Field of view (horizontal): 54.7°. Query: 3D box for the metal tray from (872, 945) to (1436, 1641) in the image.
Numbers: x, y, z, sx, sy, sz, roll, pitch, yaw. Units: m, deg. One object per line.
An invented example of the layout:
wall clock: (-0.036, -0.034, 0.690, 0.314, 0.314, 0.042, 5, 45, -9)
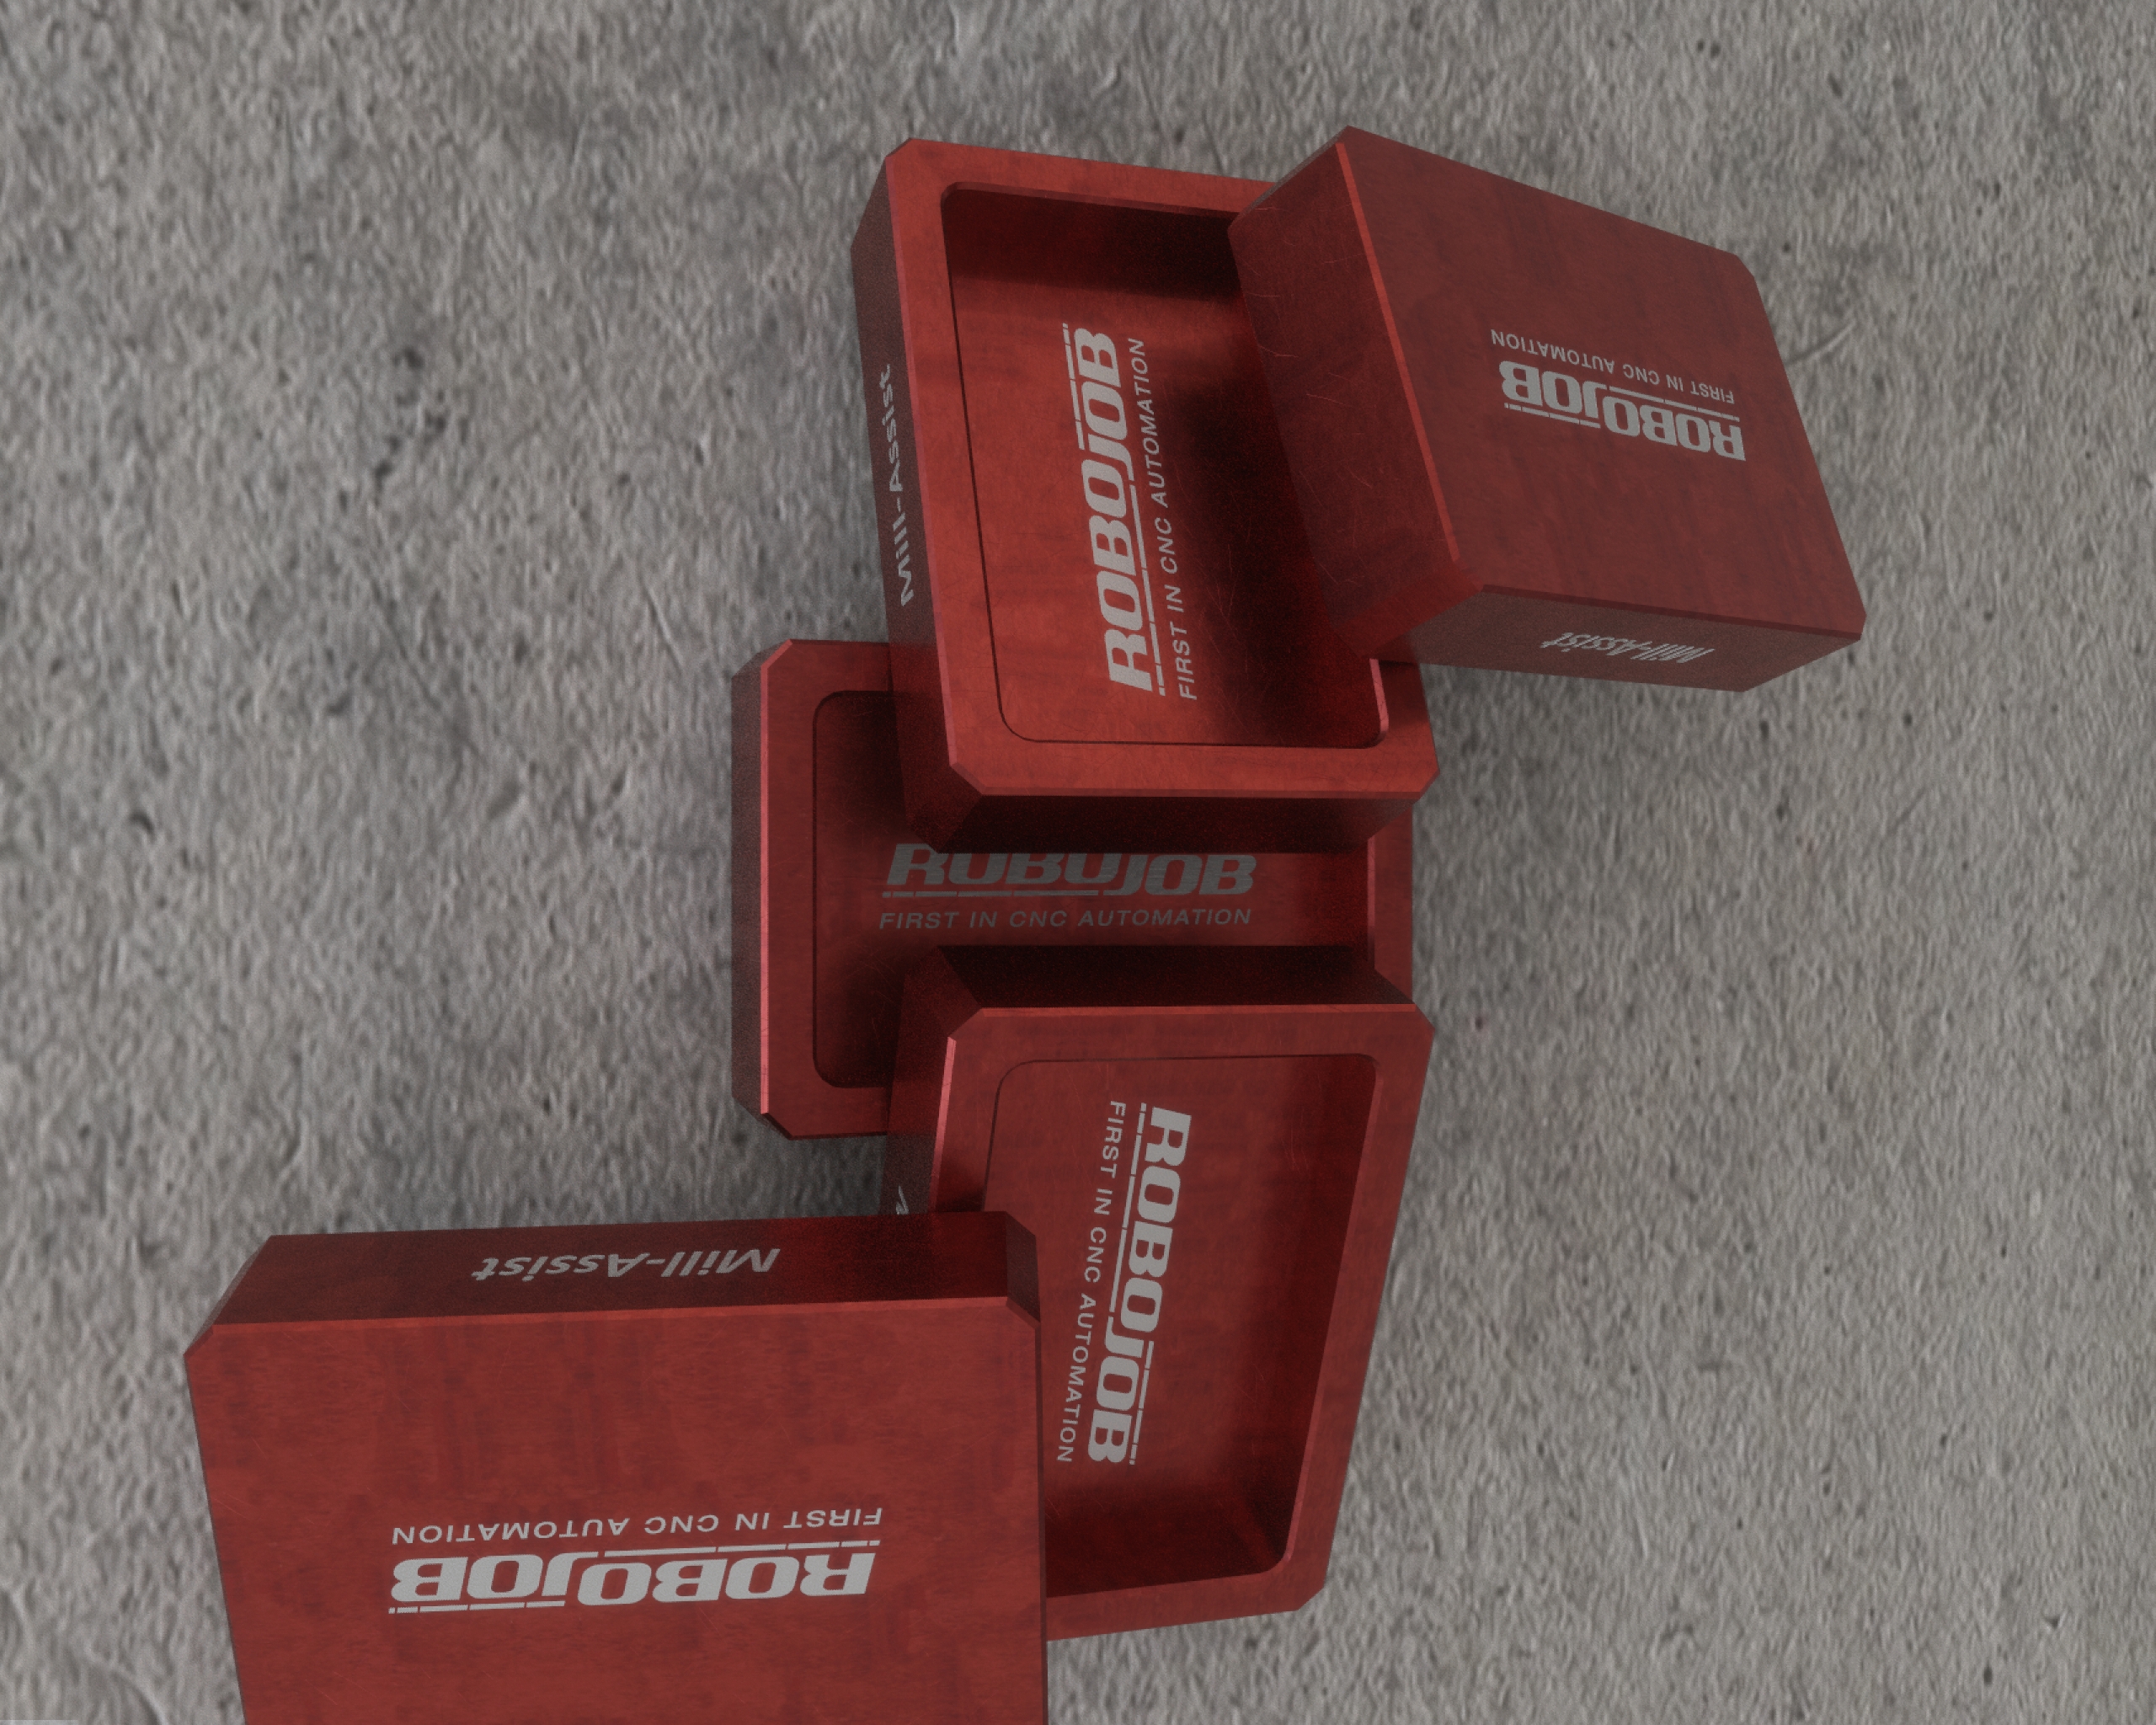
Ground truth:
metal tray: (0.009, 0.081, 0.387, 0.091, 0.030, 0.129, 1, 109, -20)

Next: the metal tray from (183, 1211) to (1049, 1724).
metal tray: (-0.071, 0.107, 0.347, 0.131, 0.030, 0.089, -1, 108, -3)

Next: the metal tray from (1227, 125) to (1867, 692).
metal tray: (0.094, -0.083, 0.404, 0.131, 0.030, 0.090, 0, 71, -40)

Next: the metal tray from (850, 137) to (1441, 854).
metal tray: (0.010, -0.067, 0.386, 0.091, 0.030, 0.129, 0, 70, -20)

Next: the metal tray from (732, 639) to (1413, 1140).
metal tray: (0.000, 0.005, 0.406, 0.131, 0.030, 0.089, 0, 90, -20)
